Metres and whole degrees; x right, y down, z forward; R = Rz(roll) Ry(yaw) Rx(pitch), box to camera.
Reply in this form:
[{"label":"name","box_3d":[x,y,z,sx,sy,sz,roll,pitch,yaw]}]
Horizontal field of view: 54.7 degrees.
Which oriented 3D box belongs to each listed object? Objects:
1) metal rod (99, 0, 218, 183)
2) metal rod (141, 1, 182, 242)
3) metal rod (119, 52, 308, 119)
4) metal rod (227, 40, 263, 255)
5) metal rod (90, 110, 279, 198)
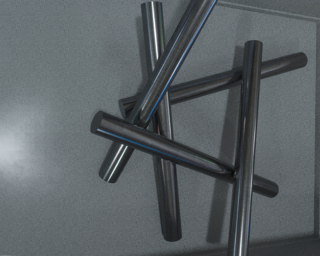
[{"label":"metal rod","box_3d":[0.006,-0.063,0.348,0.025,0.025,0.298,24,107,-19]},{"label":"metal rod","box_3d":[0.004,0.001,0.389,0.025,0.025,0.298,-9,102,-20]},{"label":"metal rod","box_3d":[0.088,-0.066,0.442,0.302,0.025,0.025,-17,96,-19]},{"label":"metal rod","box_3d":[0.113,0.027,0.408,0.025,0.025,0.299,12,78,-20]},{"label":"metal rod","box_3d":[0.053,0.044,0.395,0.302,0.025,0.025,23,82,-32]}]
